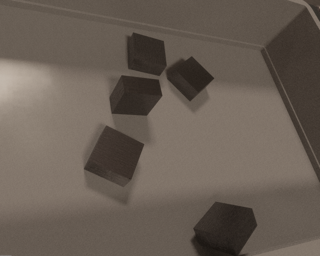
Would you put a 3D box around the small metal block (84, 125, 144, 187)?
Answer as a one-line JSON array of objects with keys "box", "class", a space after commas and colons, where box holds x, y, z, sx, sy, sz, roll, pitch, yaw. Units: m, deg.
[{"box": [-0.052, 0.033, 0.359, 0.050, 0.025, 0.050, 27, 52, -12], "class": "small metal block"}]

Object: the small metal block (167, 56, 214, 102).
[{"box": [0.048, -0.077, 0.480, 0.050, 0.025, 0.050, 45, 51, 3], "class": "small metal block"}]

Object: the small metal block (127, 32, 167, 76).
[{"box": [-0.020, -0.110, 0.463, 0.050, 0.025, 0.050, 9, 58, -24], "class": "small metal block"}]

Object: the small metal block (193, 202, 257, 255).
[{"box": [0.076, 0.115, 0.359, 0.050, 0.050, 0.025, -37, 114, -39], "class": "small metal block"}]

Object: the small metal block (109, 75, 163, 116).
[{"box": [-0.032, -0.040, 0.398, 0.050, 0.050, 0.025, 2, 61, -28], "class": "small metal block"}]
